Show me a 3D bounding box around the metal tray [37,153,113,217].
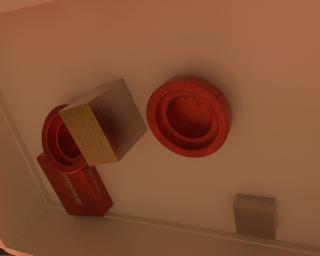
[{"bbox_3d":[-0.147,0.094,0.538,0.090,0.030,0.129,-7,115,31],"label":"metal tray"}]

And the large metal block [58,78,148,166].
[{"bbox_3d":[-0.070,-0.008,0.403,0.050,0.080,0.080,-12,112,32],"label":"large metal block"}]

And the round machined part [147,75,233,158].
[{"bbox_3d":[0.037,-0.017,0.367,0.098,0.042,0.097,13,124,20],"label":"round machined part"}]

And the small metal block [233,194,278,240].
[{"bbox_3d":[0.128,0.119,0.414,0.050,0.025,0.050,1,119,27],"label":"small metal block"}]

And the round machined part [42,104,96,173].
[{"bbox_3d":[-0.122,0.015,0.453,0.098,0.042,0.097,1,92,29],"label":"round machined part"}]
